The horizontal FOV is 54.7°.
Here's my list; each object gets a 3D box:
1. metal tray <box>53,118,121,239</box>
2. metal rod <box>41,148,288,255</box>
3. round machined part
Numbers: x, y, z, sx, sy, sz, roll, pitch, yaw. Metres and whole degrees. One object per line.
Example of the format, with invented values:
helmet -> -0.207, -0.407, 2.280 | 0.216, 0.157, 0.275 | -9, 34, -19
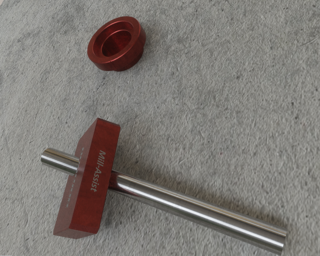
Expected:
metal tray -> -0.089, 0.063, 0.378 | 0.090, 0.030, 0.130 | -37, 38, 53
metal rod -> -0.018, 0.071, 0.347 | 0.300, 0.025, 0.025 | 14, 69, 26
round machined part -> -0.066, -0.132, 0.509 | 0.098, 0.042, 0.098 | -13, 56, 21
